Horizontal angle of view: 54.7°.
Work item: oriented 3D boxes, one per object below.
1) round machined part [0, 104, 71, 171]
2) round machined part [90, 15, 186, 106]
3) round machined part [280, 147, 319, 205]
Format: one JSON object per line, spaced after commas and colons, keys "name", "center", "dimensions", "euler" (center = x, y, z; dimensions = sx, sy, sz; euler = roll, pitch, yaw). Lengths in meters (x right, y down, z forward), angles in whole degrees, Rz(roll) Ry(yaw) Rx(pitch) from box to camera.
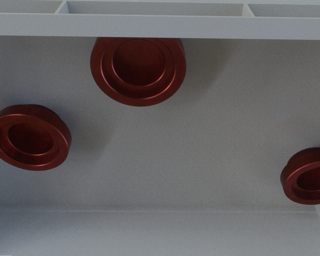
{"name": "round machined part", "center": [-0.165, 0.008, 0.403], "dimensions": [0.099, 0.042, 0.097], "euler": [0, 130, 0]}
{"name": "round machined part", "center": [-0.022, -0.074, 0.334], "dimensions": [0.099, 0.042, 0.097], "euler": [0, 130, 0]}
{"name": "round machined part", "center": [0.227, 0.066, 0.455], "dimensions": [0.099, 0.042, 0.097], "euler": [1, 130, 1]}
